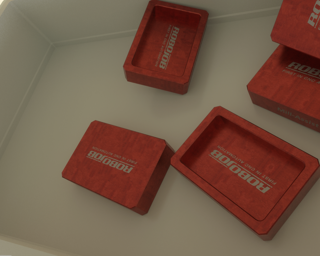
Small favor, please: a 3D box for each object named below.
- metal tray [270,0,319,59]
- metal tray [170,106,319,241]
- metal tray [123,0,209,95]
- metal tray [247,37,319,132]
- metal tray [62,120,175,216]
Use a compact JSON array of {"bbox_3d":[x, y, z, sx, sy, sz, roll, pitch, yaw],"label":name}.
[{"bbox_3d":[0.173,-0.136,0.301,0.090,0.030,0.129,41,129,41],"label":"metal tray"},{"bbox_3d":[0.085,0.042,0.331,0.090,0.030,0.130,-49,52,-7],"label":"metal tray"},{"bbox_3d":[0.011,-0.119,0.444,0.090,0.030,0.130,15,68,6],"label":"metal tray"},{"bbox_3d":[0.175,-0.046,0.336,0.130,0.030,0.090,33,80,40],"label":"metal tray"},{"bbox_3d":[-0.056,0.046,0.402,0.130,0.030,0.090,15,69,33],"label":"metal tray"}]
